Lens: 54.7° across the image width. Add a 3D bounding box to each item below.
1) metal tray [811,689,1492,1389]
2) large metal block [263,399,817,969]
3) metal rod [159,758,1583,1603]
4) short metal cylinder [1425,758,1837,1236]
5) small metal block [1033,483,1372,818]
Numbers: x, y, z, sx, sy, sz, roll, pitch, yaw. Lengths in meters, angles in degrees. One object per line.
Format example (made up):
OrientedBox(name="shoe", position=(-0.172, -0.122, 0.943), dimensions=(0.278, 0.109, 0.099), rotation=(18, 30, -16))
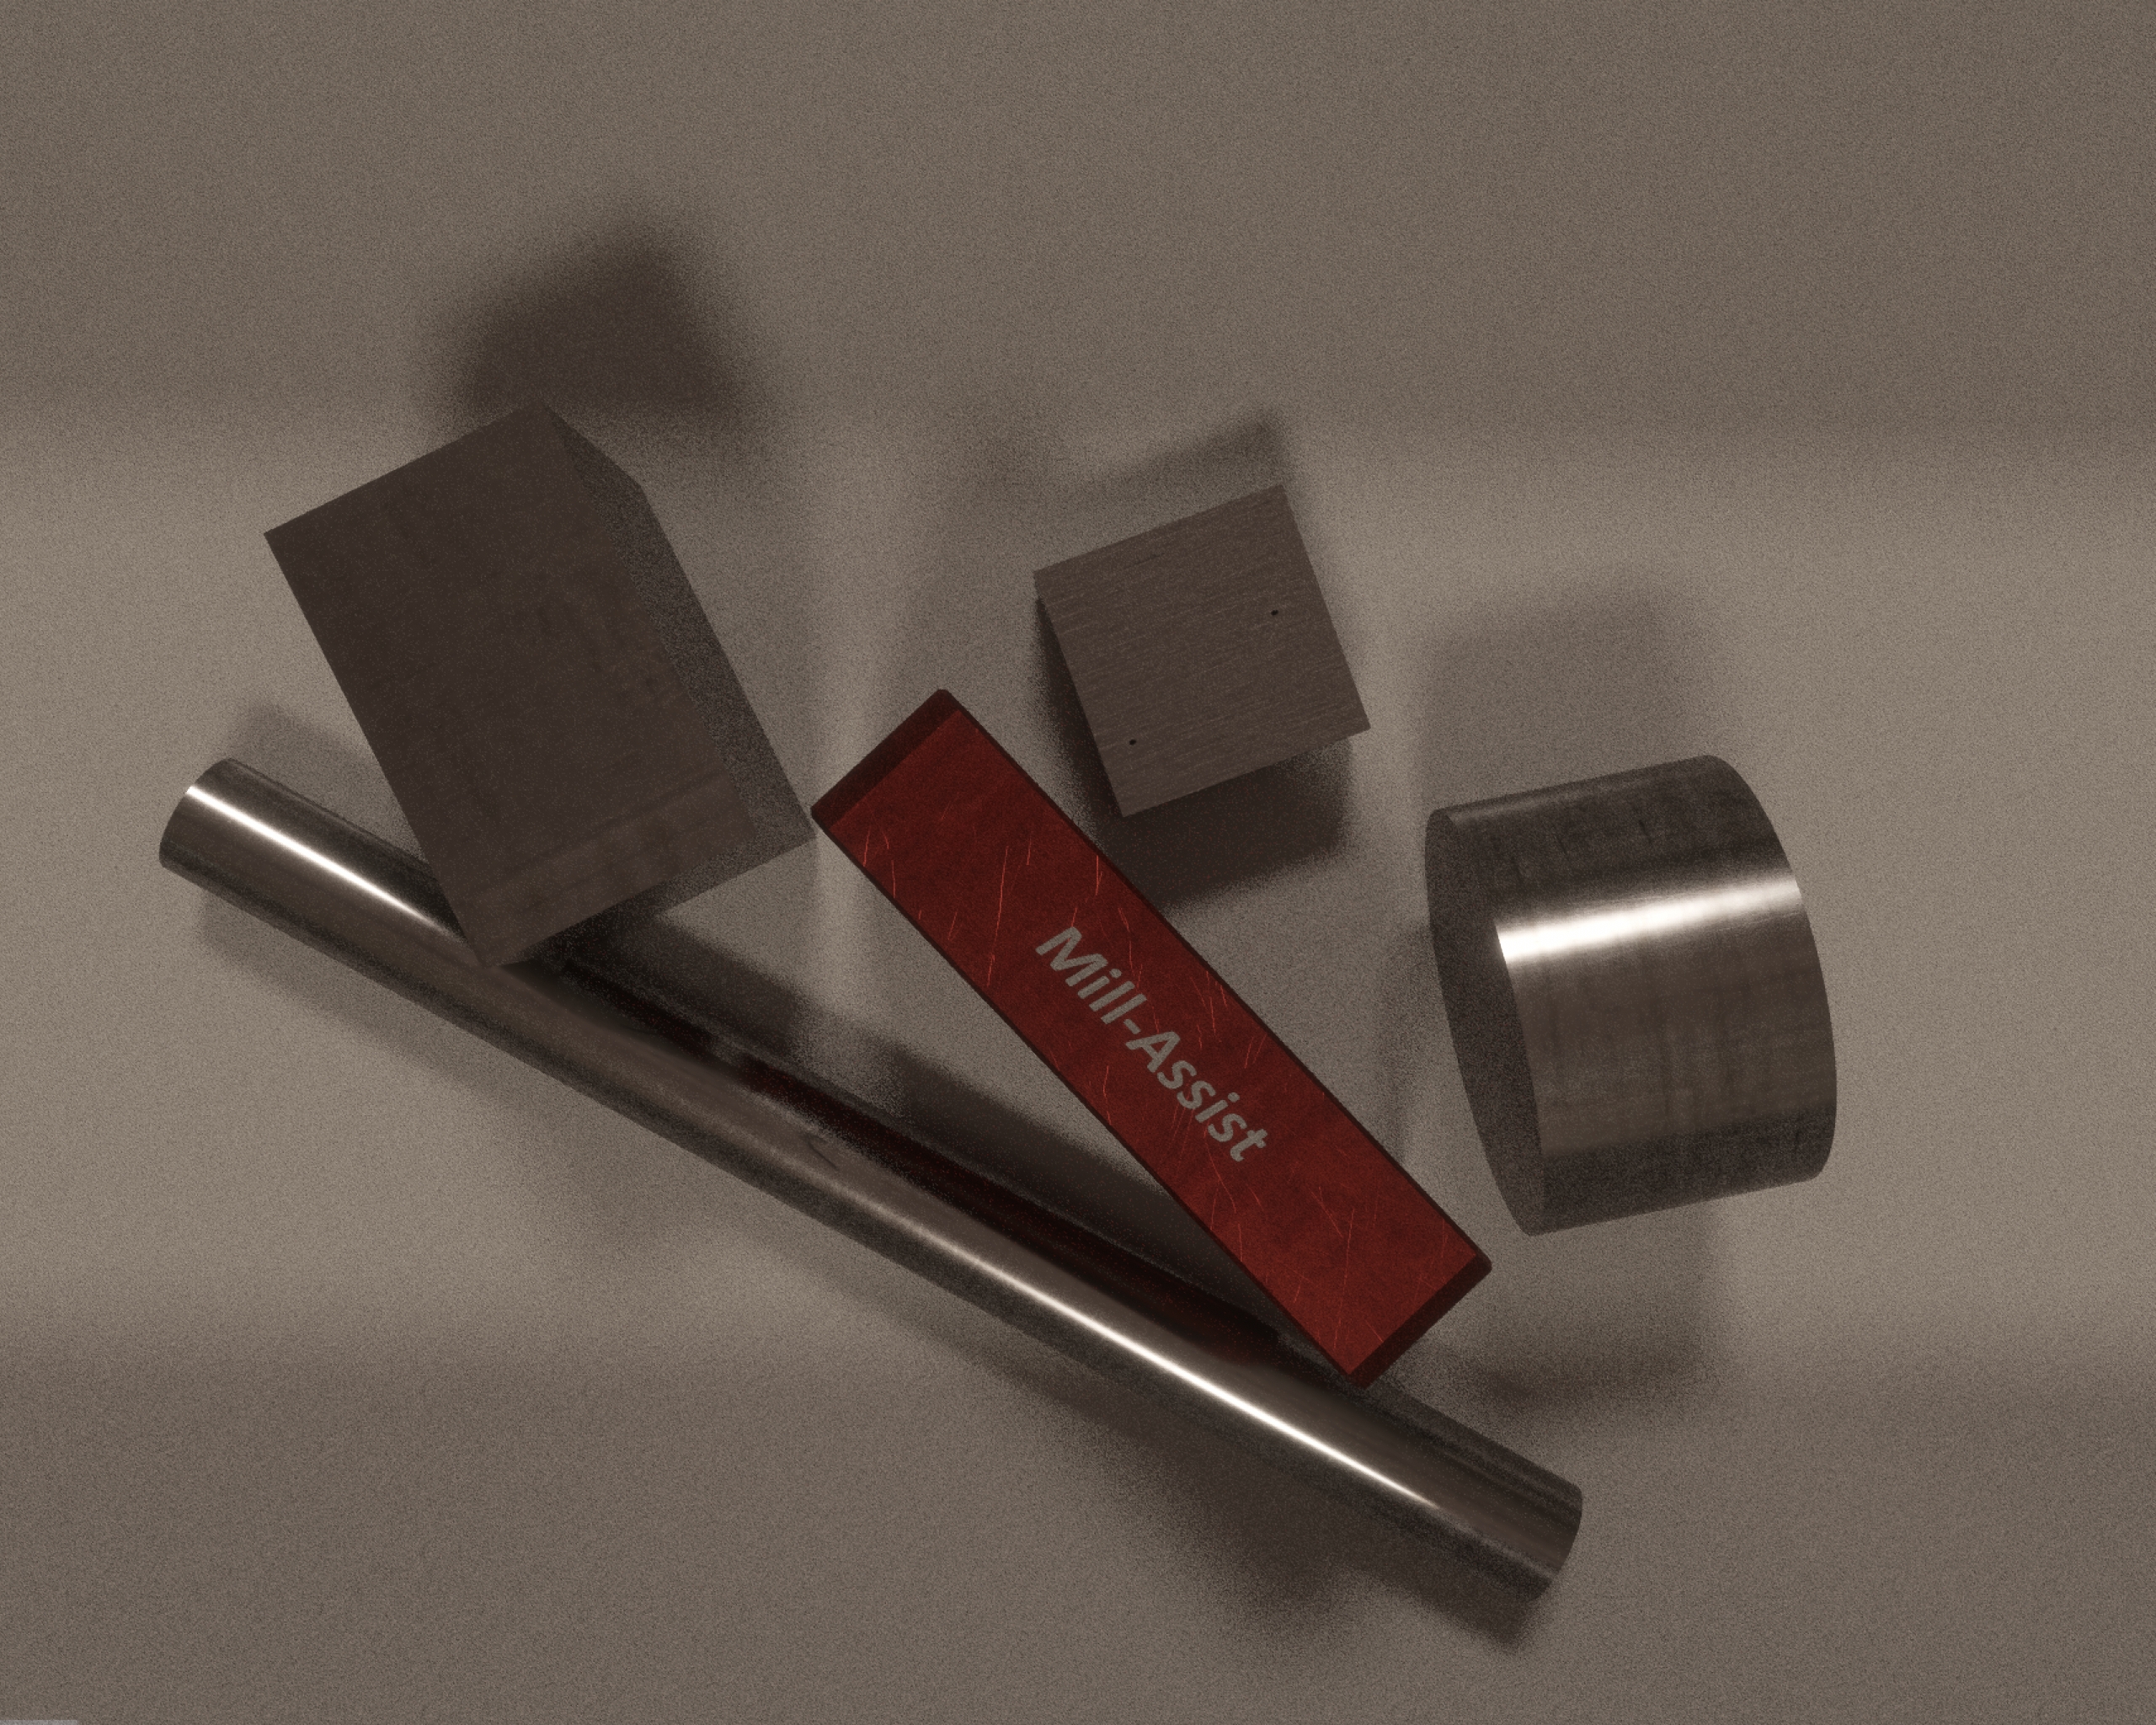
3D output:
OrientedBox(name="metal tray", position=(0.012, 0.029, 0.377), dimensions=(0.030, 0.090, 0.130), rotation=(-44, 91, 0))
OrientedBox(name="large metal block", position=(-0.093, -0.029, 0.381), dimensions=(0.050, 0.080, 0.080), rotation=(-26, 90, 0))
OrientedBox(name="metal rod", position=(-0.039, 0.062, 0.410), dimensions=(0.301, 0.025, 0.025), rotation=(29, 90, -1))
OrientedBox(name="short metal cylinder", position=(0.099, 0.024, 0.384), dimensions=(0.050, 0.080, 0.080), rotation=(-12, 90, 1))
OrientedBox(name="small metal block", position=(0.024, -0.040, 0.409), dimensions=(0.050, 0.025, 0.050), rotation=(-20, 90, -1))
